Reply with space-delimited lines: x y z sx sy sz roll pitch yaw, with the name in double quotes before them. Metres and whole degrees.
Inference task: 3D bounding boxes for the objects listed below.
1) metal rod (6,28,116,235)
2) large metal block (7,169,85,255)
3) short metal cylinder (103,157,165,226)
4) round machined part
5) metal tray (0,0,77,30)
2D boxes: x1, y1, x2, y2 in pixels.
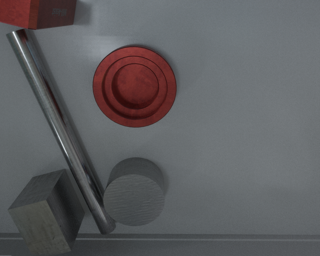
"metal rod" -0.124 0.019 0.416 0.025 0.025 0.298 -17 110 6
"large metal block" -0.149 0.114 0.422 0.050 0.080 0.080 -15 110 5
"short metal cylinder" -0.034 0.088 0.430 0.081 0.050 0.079 0 110 -1
"round machined part" -0.030 -0.053 0.382 0.099 0.042 0.097 0 110 -1
"metal tray" -0.145 -0.126 0.307 0.091 0.130 0.030 13 110 -5
